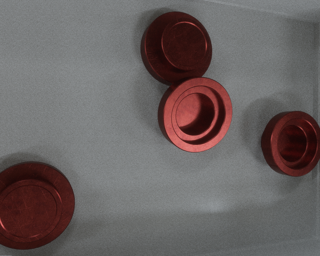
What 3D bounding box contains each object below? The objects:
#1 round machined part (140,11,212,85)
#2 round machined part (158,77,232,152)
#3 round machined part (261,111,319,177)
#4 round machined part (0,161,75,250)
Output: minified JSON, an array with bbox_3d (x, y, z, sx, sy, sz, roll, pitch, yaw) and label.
[{"bbox_3d":[0.027,-0.107,0.412,0.099,0.042,0.097,0,90,-21],"label":"round machined part"},{"bbox_3d":[0.043,-0.020,0.412,0.099,0.042,0.097,-5,103,-20],"label":"round machined part"},{"bbox_3d":[0.196,0.023,0.476,0.099,0.042,0.097,0,90,-21],"label":"round machined part"},{"bbox_3d":[-0.146,0.088,0.348,0.099,0.042,0.097,0,90,-21],"label":"round machined part"}]
